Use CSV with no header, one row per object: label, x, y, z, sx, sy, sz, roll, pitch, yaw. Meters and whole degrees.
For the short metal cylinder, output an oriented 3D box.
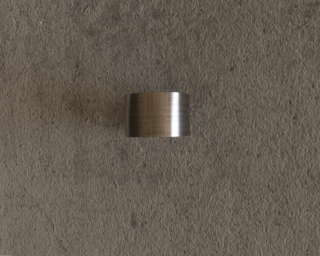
short metal cylinder,-0.003,-0.015,0.382,0.080,0.080,0.050,-1,90,19
